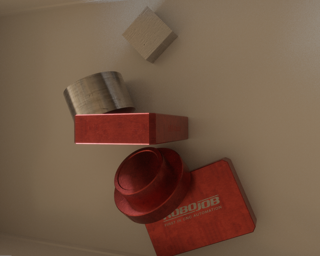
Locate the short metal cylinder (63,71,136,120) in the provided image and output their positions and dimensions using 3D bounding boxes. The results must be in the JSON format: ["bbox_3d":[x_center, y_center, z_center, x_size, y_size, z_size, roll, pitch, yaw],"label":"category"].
[{"bbox_3d":[-0.079,-0.033,0.408,0.080,0.080,0.050,-25,82,18],"label":"short metal cylinder"}]

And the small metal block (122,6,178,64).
[{"bbox_3d":[-0.013,-0.124,0.414,0.050,0.025,0.050,-45,77,14],"label":"small metal block"}]

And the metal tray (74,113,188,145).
[{"bbox_3d":[-0.026,0.001,0.363,0.090,0.130,0.030,0,90,20],"label":"metal tray"}]

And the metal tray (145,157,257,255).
[{"bbox_3d":[0.043,0.101,0.392,0.130,0.030,0.090,-24,82,18],"label":"metal tray"}]

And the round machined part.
[{"bbox_3d":[-0.016,0.062,0.377,0.098,0.098,0.042,-23,128,19],"label":"round machined part"}]
